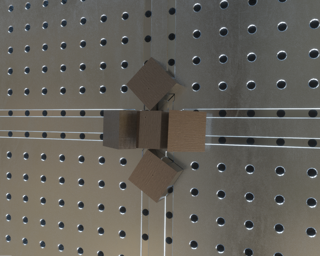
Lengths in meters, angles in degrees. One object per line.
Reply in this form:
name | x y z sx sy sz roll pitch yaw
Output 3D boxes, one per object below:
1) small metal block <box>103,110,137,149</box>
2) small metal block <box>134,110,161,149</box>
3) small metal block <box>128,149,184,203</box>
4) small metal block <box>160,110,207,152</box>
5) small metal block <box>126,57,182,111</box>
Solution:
small metal block | -0.055 0.001 0.419 0.050 0.025 0.050 4 93 56
small metal block | -0.007 0.002 0.415 0.050 0.025 0.050 2 90 20
small metal block | -0.006 0.062 0.414 0.050 0.025 0.050 36 102 18
small metal block | 0.029 0.004 0.388 0.050 0.025 0.050 2 91 -21
small metal block | -0.008 -0.058 0.416 0.050 0.025 0.050 -45 75 14
